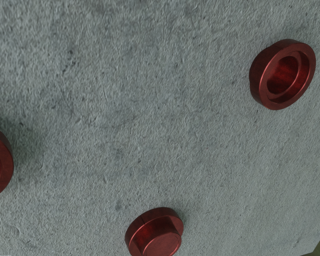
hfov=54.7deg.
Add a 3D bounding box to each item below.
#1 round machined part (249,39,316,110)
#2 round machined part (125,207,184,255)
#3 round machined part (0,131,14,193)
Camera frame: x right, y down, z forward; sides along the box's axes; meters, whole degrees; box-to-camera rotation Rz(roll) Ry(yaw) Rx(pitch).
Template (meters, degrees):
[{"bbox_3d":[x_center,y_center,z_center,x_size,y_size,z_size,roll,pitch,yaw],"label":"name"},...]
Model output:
[{"bbox_3d":[0.167,-0.078,0.438,0.099,0.042,0.097,-14,124,-21],"label":"round machined part"},{"bbox_3d":[-0.004,0.181,0.505,0.099,0.042,0.097,-14,124,-21],"label":"round machined part"},{"bbox_3d":[-0.200,0.030,0.305,0.099,0.042,0.097,-14,124,-21],"label":"round machined part"}]
